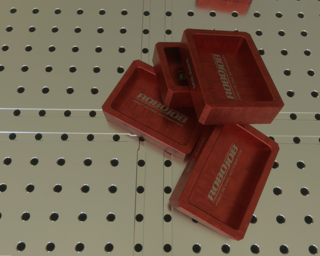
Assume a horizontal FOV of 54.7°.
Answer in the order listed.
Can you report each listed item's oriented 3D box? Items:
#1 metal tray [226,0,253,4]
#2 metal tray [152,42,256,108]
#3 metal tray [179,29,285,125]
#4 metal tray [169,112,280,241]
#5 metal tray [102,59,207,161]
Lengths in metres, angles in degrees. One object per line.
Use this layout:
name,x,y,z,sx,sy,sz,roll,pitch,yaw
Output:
metal tray,0.116,-0.272,0.510,0.091,0.030,0.130,10,70,3
metal tray,0.063,-0.073,0.411,0.131,0.030,0.090,-4,55,-15
metal tray,0.080,-0.065,0.370,0.091,0.030,0.130,-1,54,-13
metal tray,0.080,0.055,0.374,0.090,0.030,0.130,32,72,-11
metal tray,0.001,-0.026,0.418,0.130,0.030,0.090,28,72,9
